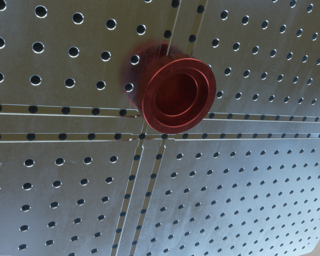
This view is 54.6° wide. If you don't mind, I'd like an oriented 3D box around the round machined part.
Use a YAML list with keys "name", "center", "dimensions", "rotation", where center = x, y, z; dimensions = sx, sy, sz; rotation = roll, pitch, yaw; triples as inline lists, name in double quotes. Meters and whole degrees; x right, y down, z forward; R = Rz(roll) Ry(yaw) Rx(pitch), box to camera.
- name: "round machined part"
  center: [0.016, -0.045, 0.381]
  dimensions: [0.099, 0.042, 0.097]
  rotation: [-14, 124, -21]
